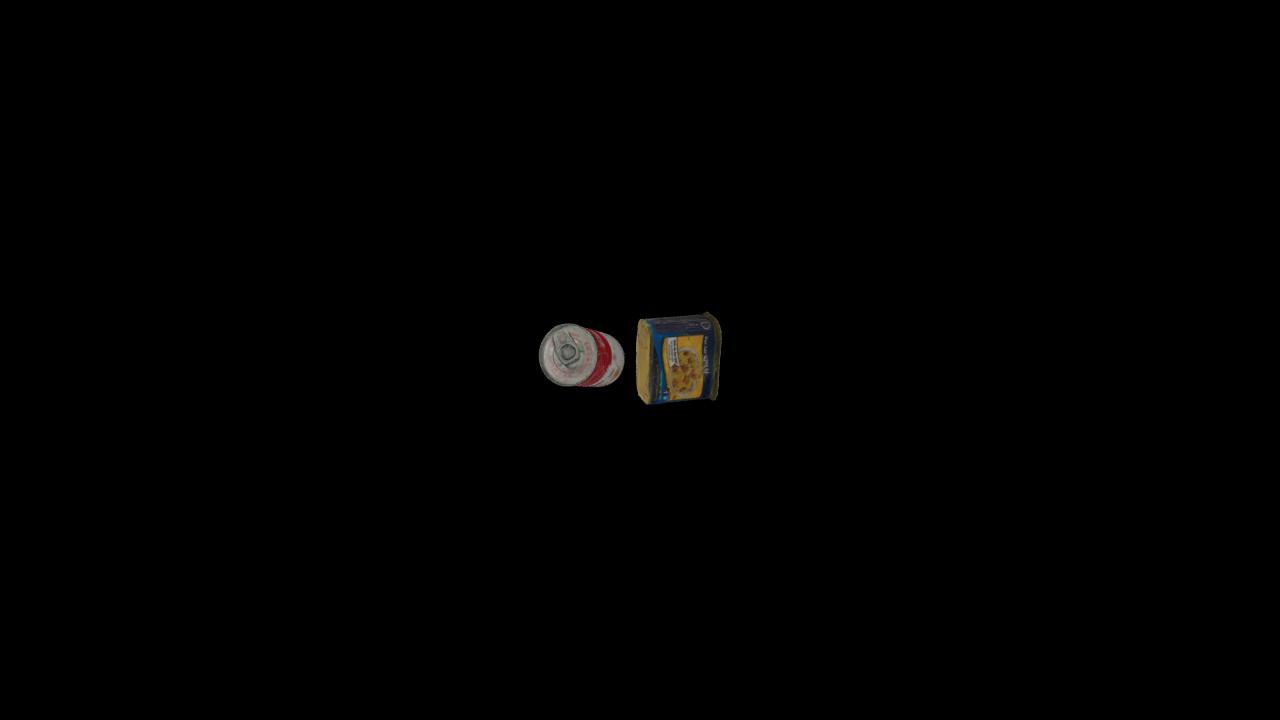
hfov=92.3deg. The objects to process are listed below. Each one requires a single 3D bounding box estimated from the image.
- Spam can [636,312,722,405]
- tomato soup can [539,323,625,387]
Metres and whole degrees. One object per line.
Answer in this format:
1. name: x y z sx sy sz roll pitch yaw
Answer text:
1. Spam can: 0.043 -0.001 0.711 0.085 0.101 0.058 -6 21 -16
2. tomato soup can: -0.062 -0.002 0.694 0.068 0.068 0.101 0 -3 16
